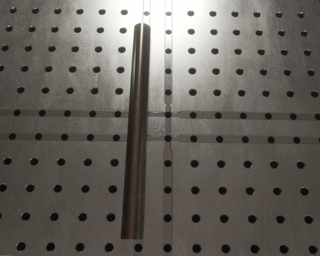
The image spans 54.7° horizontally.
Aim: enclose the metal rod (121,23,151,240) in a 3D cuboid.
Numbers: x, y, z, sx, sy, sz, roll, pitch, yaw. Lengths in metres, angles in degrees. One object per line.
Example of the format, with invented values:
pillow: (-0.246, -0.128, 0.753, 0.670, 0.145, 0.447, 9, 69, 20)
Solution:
metal rod: (-0.030, -0.010, 0.414, 0.025, 0.025, 0.299, 1, 70, 0)
